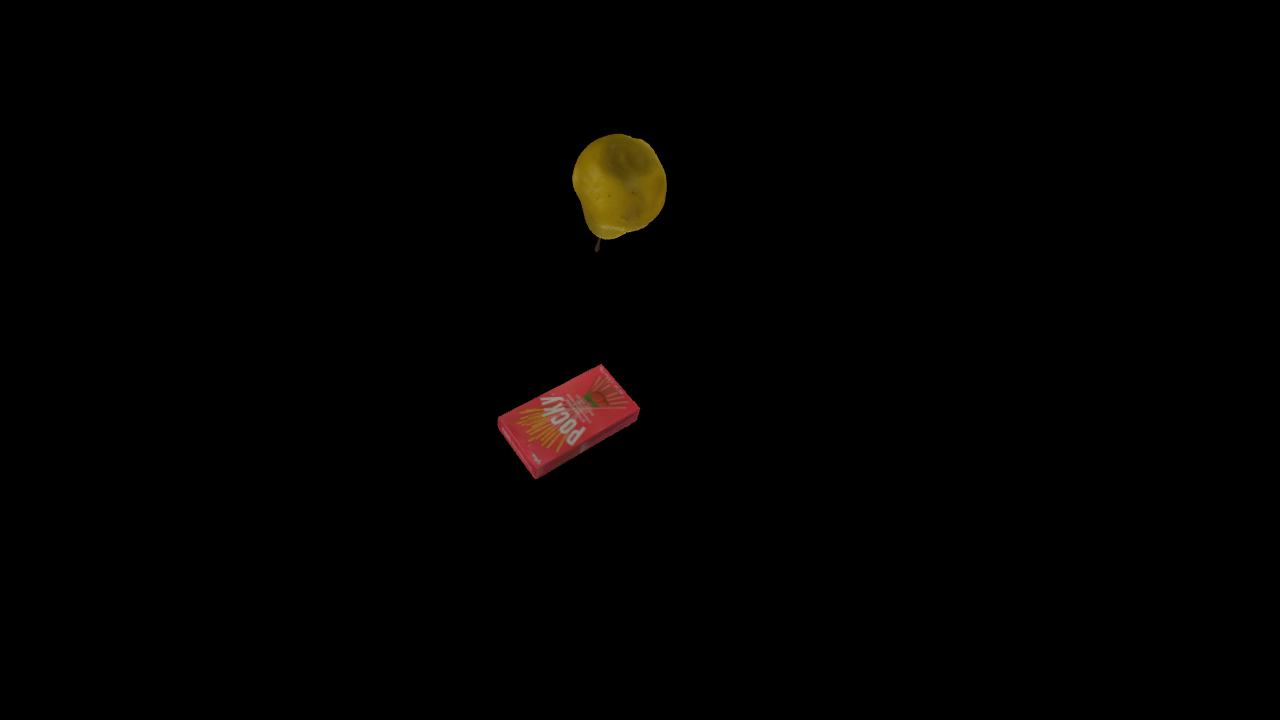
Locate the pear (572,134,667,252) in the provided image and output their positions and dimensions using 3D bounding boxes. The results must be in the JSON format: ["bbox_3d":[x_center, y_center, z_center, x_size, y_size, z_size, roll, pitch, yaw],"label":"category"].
[{"bbox_3d":[-0.023,-0.136,0.522,0.080,0.080,0.111,0,-18,-22],"label":"pear"}]

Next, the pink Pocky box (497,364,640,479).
[{"bbox_3d":[-0.084,0.071,0.745,0.155,0.084,0.029,-28,-27,-29],"label":"pink Pocky box"}]
